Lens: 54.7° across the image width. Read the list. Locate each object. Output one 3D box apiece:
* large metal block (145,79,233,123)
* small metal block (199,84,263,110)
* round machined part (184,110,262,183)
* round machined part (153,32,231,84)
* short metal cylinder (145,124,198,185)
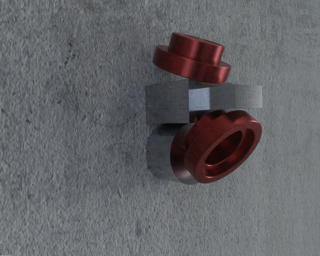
[{"bbox_3d":[0.037,-0.032,0.403,0.081,0.080,0.050,-3,92,-40],"label":"large metal block"},{"bbox_3d":[0.081,-0.034,0.355,0.050,0.050,0.025,-4,92,-40],"label":"small metal block"},{"bbox_3d":[0.069,0.017,0.369,0.099,0.042,0.097,-24,141,-21],"label":"round machined part"},{"bbox_3d":[0.043,-0.092,0.391,0.099,0.098,0.042,-3,117,-40],"label":"round machined part"},{"bbox_3d":[0.027,0.033,0.416,0.081,0.050,0.079,0,90,-40],"label":"short metal cylinder"}]
